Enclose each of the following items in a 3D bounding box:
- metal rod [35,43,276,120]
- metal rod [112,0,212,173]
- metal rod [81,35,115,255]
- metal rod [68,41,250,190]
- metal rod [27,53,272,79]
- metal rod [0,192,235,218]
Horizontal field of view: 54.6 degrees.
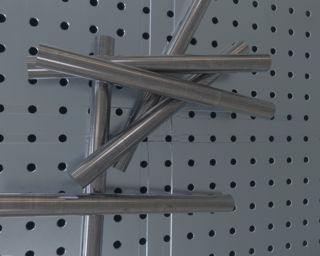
[{"bbox_3d":[0.014,-0.048,0.369,0.302,0.025,0.025,10,87,-23],"label":"metal rod"},{"bbox_3d":[0.010,-0.081,0.415,0.025,0.025,0.299,29,80,-18],"label":"metal rod"},{"bbox_3d":[-0.077,0.037,0.383,0.025,0.025,0.298,4,89,-20],"label":"metal rod"},{"bbox_3d":[0.015,-0.030,0.396,0.301,0.025,0.025,-39,103,-24],"label":"metal rod"},{"bbox_3d":[0.001,-0.077,0.381,0.302,0.025,0.025,-5,92,-17],"label":"metal rod"},{"bbox_3d":[-0.033,0.093,0.379,0.302,0.025,0.025,7,88,-28],"label":"metal rod"}]
